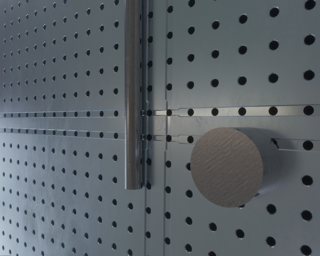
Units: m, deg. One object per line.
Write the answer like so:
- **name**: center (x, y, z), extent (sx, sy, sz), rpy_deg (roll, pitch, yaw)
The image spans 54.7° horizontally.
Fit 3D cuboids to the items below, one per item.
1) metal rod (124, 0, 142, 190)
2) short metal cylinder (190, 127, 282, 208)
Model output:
- **metal rod**: center (-0.038, -0.064, 0.440), extent (0.025, 0.025, 0.298), rpy_deg (0, 90, 40)
- **short metal cylinder**: center (0.080, 0.039, 0.327), extent (0.080, 0.050, 0.079), rpy_deg (0, 90, 40)
